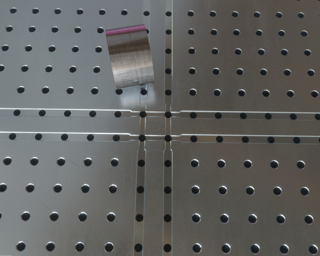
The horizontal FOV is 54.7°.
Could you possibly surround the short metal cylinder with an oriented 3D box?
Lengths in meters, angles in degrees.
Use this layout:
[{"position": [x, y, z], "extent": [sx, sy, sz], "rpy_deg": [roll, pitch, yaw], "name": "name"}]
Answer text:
[{"position": [-0.040, -0.095, 0.417], "extent": [0.050, 0.080, 0.080], "rpy_deg": [-11, 71, -4], "name": "short metal cylinder"}]
